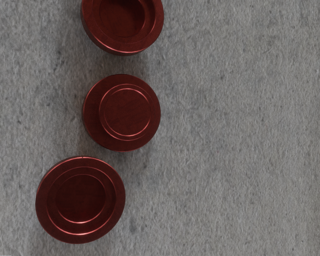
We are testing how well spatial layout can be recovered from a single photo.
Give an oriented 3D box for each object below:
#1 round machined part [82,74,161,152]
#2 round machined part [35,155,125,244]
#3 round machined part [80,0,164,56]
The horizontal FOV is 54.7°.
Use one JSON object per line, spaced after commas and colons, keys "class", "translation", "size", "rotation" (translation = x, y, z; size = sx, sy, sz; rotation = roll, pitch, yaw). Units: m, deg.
{"class": "round machined part", "translation": [-0.045, -0.019, 0.384], "size": [0.099, 0.042, 0.097], "rotation": [0, 90, -21]}
{"class": "round machined part", "translation": [-0.094, 0.081, 0.366], "size": [0.099, 0.042, 0.097], "rotation": [0, 90, -21]}
{"class": "round machined part", "translation": [-0.048, -0.137, 0.383], "size": [0.099, 0.042, 0.097], "rotation": [0, 90, -21]}
